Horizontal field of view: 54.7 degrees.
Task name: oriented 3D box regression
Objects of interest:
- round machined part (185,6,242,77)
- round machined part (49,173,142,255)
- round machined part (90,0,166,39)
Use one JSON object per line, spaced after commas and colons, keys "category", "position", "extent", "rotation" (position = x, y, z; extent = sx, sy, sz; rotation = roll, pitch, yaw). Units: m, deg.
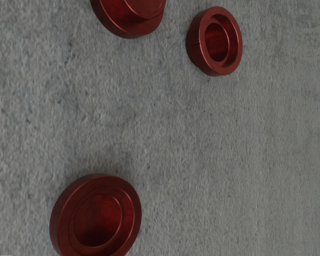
{"category": "round machined part", "position": [0.076, -0.125, 0.460], "extent": [0.099, 0.042, 0.097], "rotation": [0, 90, -40]}
{"category": "round machined part", "position": [-0.071, 0.098, 0.336], "extent": [0.099, 0.042, 0.097], "rotation": [0, 90, -40]}
{"category": "round machined part", "position": [-0.031, -0.160, 0.369], "extent": [0.099, 0.042, 0.097], "rotation": [0, 90, -40]}
